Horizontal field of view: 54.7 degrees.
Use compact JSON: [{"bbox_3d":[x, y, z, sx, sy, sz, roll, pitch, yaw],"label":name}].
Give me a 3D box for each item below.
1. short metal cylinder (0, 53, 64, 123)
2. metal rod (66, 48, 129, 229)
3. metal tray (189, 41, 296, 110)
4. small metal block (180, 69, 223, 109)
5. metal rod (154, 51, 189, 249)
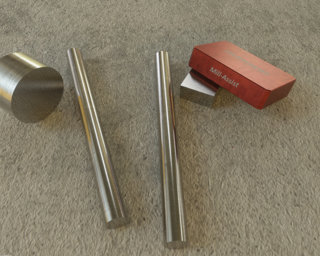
[{"bbox_3d":[-0.177,-0.053,0.411,0.050,0.080,0.080,29,56,22],"label":"short metal cylinder"},{"bbox_3d":[-0.092,-0.011,0.411,0.025,0.025,0.300,-14,52,-12],"label":"metal rod"},{"bbox_3d":[0.118,-0.082,0.451,0.130,0.030,0.091,39,41,28],"label":"metal tray"},{"bbox_3d":[0.063,-0.061,0.455,0.050,0.025,0.050,21,53,16],"label":"small metal block"},{"bbox_3d":[0.010,0.001,0.402,0.025,0.025,0.300,-2,50,-2],"label":"metal rod"}]
